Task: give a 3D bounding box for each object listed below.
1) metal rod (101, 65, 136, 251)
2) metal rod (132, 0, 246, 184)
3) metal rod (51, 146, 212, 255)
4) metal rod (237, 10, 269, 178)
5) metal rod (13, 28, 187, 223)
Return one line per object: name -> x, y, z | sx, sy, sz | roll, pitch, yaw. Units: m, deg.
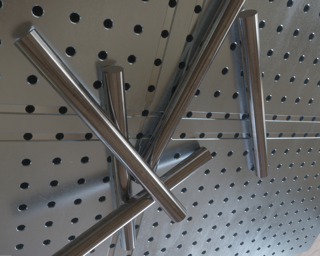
metal rod -> -0.052, 0.061, 0.422 | 0.025, 0.025, 0.298 | -14, 125, -21
metal rod -> 0.036, -0.053, 0.399 | 0.025, 0.025, 0.298 | 16, 110, -35
metal rod -> -0.046, 0.116, 0.422 | 0.302, 0.025, 0.025 | -33, 130, -22
metal rod -> 0.147, -0.030, 0.475 | 0.025, 0.025, 0.299 | -28, 128, -11
metal rod -> -0.050, 0.018, 0.364 | 0.025, 0.025, 0.300 | -38, 120, -3
